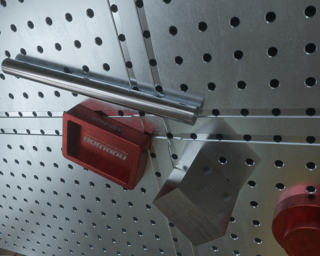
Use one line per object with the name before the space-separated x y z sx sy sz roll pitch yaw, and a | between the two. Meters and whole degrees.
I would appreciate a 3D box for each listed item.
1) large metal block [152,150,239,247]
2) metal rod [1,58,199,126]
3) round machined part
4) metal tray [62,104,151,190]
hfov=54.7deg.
large metal block | 0.049 0.090 0.405 0.080 0.080 0.050 46 129 -5
metal rod | -0.094 -0.054 0.424 0.301 0.025 0.025 16 125 18
round machined part | 0.190 0.133 0.383 0.098 0.042 0.097 13 124 20
metal tray | -0.085 0.029 0.468 0.130 0.030 0.089 23 127 13
